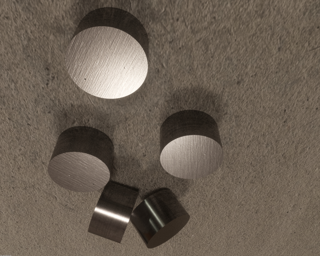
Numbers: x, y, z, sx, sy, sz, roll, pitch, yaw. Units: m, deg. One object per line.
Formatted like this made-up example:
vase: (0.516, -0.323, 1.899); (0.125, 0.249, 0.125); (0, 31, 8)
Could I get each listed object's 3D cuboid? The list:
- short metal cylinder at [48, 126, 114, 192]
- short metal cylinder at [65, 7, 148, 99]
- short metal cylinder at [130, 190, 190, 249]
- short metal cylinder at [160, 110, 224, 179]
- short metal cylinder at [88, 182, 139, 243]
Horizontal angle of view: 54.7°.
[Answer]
short metal cylinder: (-0.107, 0.044, 0.426); (0.081, 0.050, 0.079); (0, 130, 0)
short metal cylinder: (-0.052, -0.078, 0.324); (0.081, 0.050, 0.079); (0, 130, 0)
short metal cylinder: (0.000, 0.143, 0.489); (0.081, 0.050, 0.080); (-28, 147, -20)
short metal cylinder: (0.040, 0.022, 0.411); (0.081, 0.050, 0.079); (0, 130, 0)
short metal cylinder: (-0.070, 0.128, 0.473); (0.050, 0.080, 0.079); (20, 128, 0)
